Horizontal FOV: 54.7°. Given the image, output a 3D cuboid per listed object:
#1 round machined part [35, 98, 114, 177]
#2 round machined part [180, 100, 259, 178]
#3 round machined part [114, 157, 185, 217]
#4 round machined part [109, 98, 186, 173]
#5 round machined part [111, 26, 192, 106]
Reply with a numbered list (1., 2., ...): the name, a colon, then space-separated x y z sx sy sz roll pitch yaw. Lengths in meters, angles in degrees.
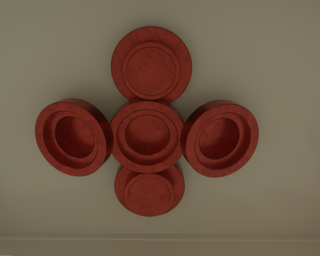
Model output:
1. round machined part: -0.104 0.009 0.394 0.098 0.042 0.097 6 111 16
2. round machined part: 0.072 0.011 0.396 0.099 0.042 0.097 -6 111 -16
3. round machined part: -0.015 0.083 0.431 0.099 0.042 0.097 0 110 0
4. round machined part: -0.016 0.006 0.402 0.099 0.042 0.097 0 110 0
5. round machined part: -0.010 -0.071 0.374 0.099 0.042 0.097 0 110 0
